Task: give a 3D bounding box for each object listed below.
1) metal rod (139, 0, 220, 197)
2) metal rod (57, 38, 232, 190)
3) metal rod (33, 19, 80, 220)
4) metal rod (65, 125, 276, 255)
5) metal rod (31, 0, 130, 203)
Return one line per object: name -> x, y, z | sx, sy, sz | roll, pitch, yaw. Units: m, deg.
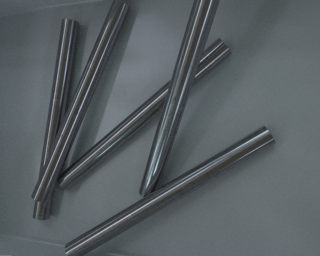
metal rod -> 0.022, -0.043, 0.356 | 0.025, 0.025, 0.298 | 25, 116, 18
metal rod -> -0.031, -0.010, 0.421 | 0.300, 0.025, 0.025 | -39, 78, 15
metal rod -> -0.156, -0.010, 0.465 | 0.025, 0.025, 0.298 | 11, 94, 19
metal rod -> 0.005, 0.087, 0.391 | 0.300, 0.025, 0.025 | -33, 80, 10
metal rod -> -0.113, -0.035, 0.438 | 0.025, 0.025, 0.299 | 25, 93, 18
